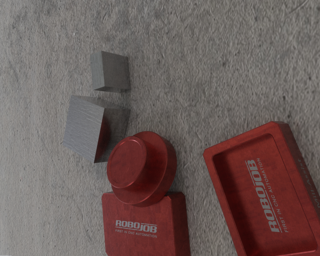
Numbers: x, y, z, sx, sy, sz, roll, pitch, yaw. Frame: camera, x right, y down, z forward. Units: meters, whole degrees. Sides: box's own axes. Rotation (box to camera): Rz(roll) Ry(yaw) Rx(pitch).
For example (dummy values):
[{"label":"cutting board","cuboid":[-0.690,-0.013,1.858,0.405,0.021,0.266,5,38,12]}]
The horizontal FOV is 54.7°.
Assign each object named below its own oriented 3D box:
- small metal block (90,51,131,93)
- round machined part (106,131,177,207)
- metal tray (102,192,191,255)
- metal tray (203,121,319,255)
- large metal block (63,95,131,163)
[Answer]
[{"label":"small metal block","cuboid":[-0.071,-0.079,0.447,0.025,0.050,0.050,-10,84,39]},{"label":"round machined part","cuboid":[-0.030,0.048,0.397,0.098,0.042,0.098,-21,55,33]},{"label":"metal tray","cuboid":[-0.023,0.133,0.421,0.130,0.030,0.089,-8,85,39]},{"label":"metal tray","cuboid":[0.106,0.068,0.313,0.090,0.030,0.129,-28,73,36]},{"label":"large metal block","cuboid":[-0.097,0.000,0.469,0.080,0.050,0.079,21,103,38]}]
